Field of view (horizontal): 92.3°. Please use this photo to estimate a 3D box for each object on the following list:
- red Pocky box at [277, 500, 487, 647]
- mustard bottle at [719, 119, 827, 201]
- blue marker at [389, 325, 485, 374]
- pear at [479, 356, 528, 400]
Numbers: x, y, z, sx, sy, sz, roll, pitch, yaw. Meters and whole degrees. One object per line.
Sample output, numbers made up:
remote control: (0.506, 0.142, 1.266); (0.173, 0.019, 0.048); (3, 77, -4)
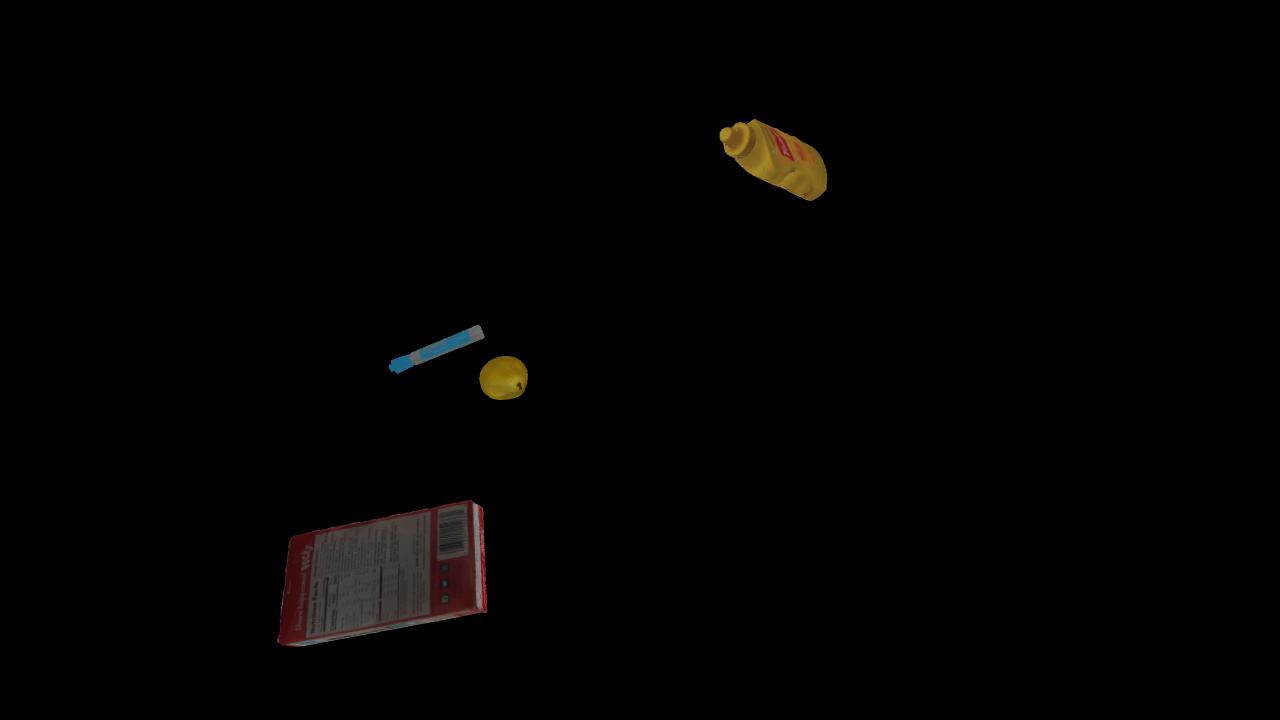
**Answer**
red Pocky box: (-0.196, 0.164, 0.475); (0.155, 0.083, 0.028); (-12, -27, 5)
mustard bottle: (0.171, -0.271, 0.814); (0.184, 0.092, 0.054); (5, -24, -41)
blue marker: (-0.254, -0.013, 0.768); (0.121, 0.020, 0.020); (-23, 3, -6)
pear: (-0.209, 0.031, 1.003); (0.080, 0.080, 0.111); (0, 4, -44)
